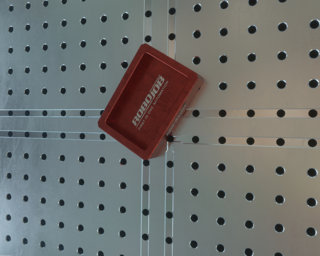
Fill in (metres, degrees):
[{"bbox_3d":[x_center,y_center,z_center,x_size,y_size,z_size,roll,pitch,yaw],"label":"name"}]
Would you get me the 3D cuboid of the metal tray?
[{"bbox_3d":[-0.015,-0.034,0.415,0.090,0.030,0.129,34,101,16],"label":"metal tray"}]
